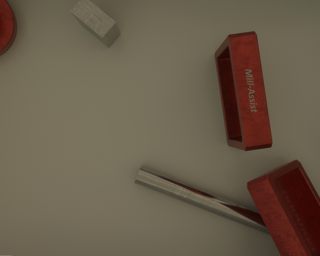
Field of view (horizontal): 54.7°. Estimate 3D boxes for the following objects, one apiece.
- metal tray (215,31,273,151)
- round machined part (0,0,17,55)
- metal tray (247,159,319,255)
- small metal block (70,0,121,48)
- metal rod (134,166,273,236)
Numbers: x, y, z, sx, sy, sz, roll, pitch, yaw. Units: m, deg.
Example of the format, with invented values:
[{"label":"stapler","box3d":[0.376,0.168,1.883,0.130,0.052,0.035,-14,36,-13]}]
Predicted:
[{"label":"metal tray","box3d":[0.099,-0.041,0.380,0.030,0.090,0.129,-8,90,0]},{"label":"round machined part","box3d":[-0.236,-0.135,0.387,0.099,0.042,0.097,-2,96,-16]},{"label":"metal tray","box3d":[0.166,0.110,0.370,0.091,0.030,0.130,-11,72,-43]},{"label":"small metal block","box3d":[-0.081,-0.134,0.398,0.050,0.050,0.025,40,90,-1]},{"label":"metal rod","box3d":[0.111,0.116,0.412,0.301,0.025,0.025,21,90,-1]}]
